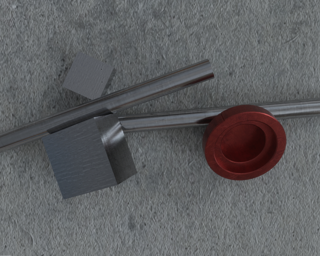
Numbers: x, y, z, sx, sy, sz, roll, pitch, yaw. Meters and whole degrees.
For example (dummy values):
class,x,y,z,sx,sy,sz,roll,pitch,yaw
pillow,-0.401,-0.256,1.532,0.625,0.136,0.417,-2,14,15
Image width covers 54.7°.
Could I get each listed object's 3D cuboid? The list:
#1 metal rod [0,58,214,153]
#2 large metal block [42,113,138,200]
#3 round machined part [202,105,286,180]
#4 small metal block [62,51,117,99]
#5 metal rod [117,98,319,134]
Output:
class,x,y,z,sx,sy,sz,roll,pitch,yaw
metal rod,-0.081,-0.023,0.387,0.301,0.025,0.025,-19,90,6
large metal block,-0.086,0.034,0.383,0.080,0.050,0.080,-19,91,23
round machined part,0.102,0.015,0.390,0.099,0.042,0.097,-2,118,-3
small metal block,-0.092,-0.066,0.409,0.050,0.025,0.050,25,90,-1
metal rod,0.083,-0.017,0.411,0.302,0.025,0.025,-5,90,-1
